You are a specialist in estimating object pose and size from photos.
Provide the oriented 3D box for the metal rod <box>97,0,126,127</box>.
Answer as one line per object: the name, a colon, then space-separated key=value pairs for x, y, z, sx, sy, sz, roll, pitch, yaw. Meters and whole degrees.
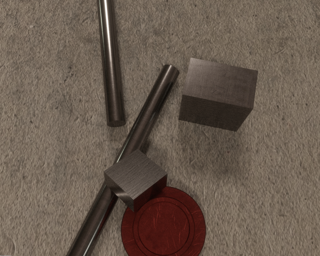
metal rod: x=-0.077 y=-0.145 z=0.459 sx=0.025 sy=0.025 sz=0.299 roll=-7 pitch=70 yaw=-3

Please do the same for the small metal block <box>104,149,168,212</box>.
small metal block: x=-0.027 y=0.058 z=0.353 sx=0.050 sy=0.025 sz=0.050 roll=-33 pitch=55 yaw=-32

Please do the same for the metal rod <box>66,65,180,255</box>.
metal rod: x=-0.045 y=0.046 z=0.390 sx=0.025 sy=0.025 sz=0.300 roll=23 pitch=71 yaw=8

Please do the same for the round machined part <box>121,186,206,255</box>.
round machined part: x=0.004 y=0.116 z=0.357 sx=0.099 sy=0.042 sz=0.098 roll=0 pitch=70 yaw=-1

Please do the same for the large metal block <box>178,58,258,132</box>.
large metal block: x=0.070 y=-0.039 z=0.394 sx=0.080 sy=0.080 sz=0.050 roll=12 pitch=71 yaw=4
